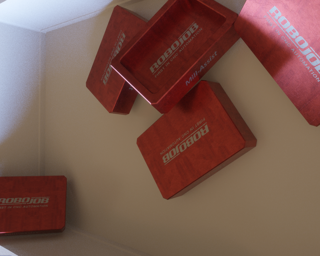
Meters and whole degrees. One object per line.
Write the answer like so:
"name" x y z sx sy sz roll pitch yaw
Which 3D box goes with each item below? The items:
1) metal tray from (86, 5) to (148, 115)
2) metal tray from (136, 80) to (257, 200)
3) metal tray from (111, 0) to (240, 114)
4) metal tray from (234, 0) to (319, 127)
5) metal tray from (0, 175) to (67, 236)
"metal tray" -0.054 -0.095 0.437 0.090 0.030 0.129 44 117 40
"metal tray" 0.037 0.017 0.372 0.129 0.030 0.090 -41 65 31
"metal tray" 0.017 -0.091 0.355 0.130 0.030 0.090 -46 60 2
"metal tray" 0.126 -0.077 0.264 0.130 0.030 0.090 59 157 19
"metal tray" -0.222 0.126 0.507 0.030 0.131 0.090 117 150 -58
